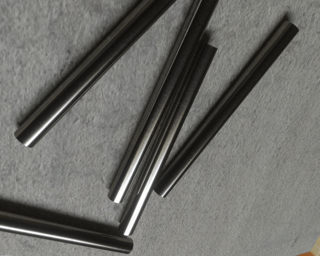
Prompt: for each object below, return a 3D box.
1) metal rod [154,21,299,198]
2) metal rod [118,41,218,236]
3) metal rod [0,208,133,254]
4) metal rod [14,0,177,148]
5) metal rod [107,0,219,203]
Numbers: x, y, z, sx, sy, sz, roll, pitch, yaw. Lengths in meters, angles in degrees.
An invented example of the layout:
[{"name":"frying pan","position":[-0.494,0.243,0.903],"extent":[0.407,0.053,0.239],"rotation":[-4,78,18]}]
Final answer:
[{"name":"metal rod","position":[0.089,-0.021,0.444],"extent":[0.025,0.025,0.299],"rotation":[30,101,-38]},{"name":"metal rod","position":[0.003,0.027,0.427],"extent":[0.025,0.025,0.298],"rotation":[10,113,-33]},{"name":"metal rod","position":[-0.154,0.131,0.404],"extent":[0.301,0.025,0.025],"rotation":[30,102,-38]},{"name":"metal rod","position":[-0.041,-0.093,0.327],"extent":[0.300,0.025,0.025],"rotation":[-45,130,3]},{"name":"metal rod","position":[-0.001,-0.031,0.388],"extent":[0.025,0.025,0.298],"rotation":[13,112,-34]}]
